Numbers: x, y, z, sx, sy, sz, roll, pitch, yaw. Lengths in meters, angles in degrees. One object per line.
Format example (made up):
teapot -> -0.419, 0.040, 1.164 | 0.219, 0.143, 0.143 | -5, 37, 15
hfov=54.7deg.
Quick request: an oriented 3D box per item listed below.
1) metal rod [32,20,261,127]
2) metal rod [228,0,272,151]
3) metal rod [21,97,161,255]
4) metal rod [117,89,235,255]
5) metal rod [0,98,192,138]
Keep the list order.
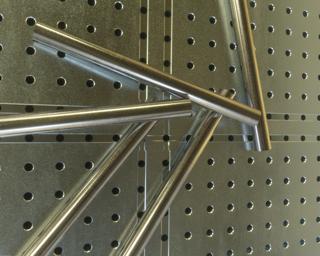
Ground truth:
metal rod -> -0.005, -0.063, 0.395 | 0.302, 0.025, 0.025 | 20, 83, -13
metal rod -> 0.128, -0.113, 0.461 | 0.025, 0.025, 0.298 | -13, 95, -20
metal rod -> -0.090, 0.080, 0.380 | 0.025, 0.025, 0.300 | 43, 76, -15
metal rod -> 0.018, 0.074, 0.420 | 0.025, 0.025, 0.300 | 36, 78, -17
metal rod -> -0.109, -0.009, 0.357 | 0.302, 0.025, 0.025 | -7, 93, -15
